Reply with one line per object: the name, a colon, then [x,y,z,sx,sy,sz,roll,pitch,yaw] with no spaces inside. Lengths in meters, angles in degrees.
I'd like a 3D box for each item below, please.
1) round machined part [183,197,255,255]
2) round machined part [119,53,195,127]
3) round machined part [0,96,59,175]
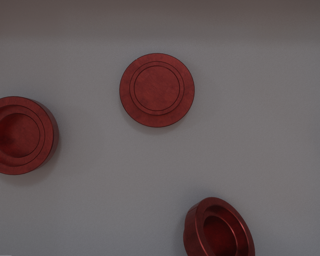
round machined part: [0.068,0.140,0.385,0.098,0.098,0.042,46,126,0]
round machined part: [-0.004,-0.049,0.403,0.099,0.042,0.097,0,90,0]
round machined part: [-0.180,0.009,0.401,0.099,0.042,0.097,0,90,0]
